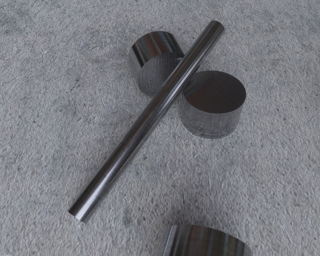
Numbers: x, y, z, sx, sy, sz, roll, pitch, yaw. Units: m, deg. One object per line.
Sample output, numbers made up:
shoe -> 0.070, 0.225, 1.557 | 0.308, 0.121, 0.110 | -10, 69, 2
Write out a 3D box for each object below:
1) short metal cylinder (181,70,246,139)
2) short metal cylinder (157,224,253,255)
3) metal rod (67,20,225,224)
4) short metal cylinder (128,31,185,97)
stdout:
short metal cylinder -> 0.069, -0.032, 0.414 | 0.081, 0.050, 0.080 | 0, 50, 0
short metal cylinder -> 0.035, 0.124, 0.263 | 0.080, 0.080, 0.050 | 13, 51, 10
metal rod -> -0.005, -0.022, 0.374 | 0.025, 0.025, 0.300 | 28, 69, 21
short metal cylinder -> 0.000, -0.090, 0.443 | 0.081, 0.080, 0.050 | -14, 52, -11
